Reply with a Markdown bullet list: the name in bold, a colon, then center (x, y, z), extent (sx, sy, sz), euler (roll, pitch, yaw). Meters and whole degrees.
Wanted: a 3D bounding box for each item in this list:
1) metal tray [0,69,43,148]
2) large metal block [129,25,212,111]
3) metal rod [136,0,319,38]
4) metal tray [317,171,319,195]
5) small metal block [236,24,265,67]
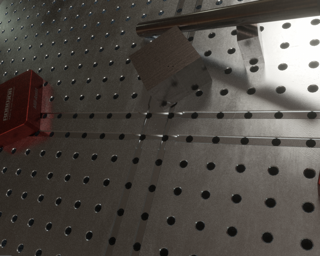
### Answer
- **metal tray**: center (-0.262, -0.037, 0.562), extent (0.090, 0.030, 0.130), euler (-22, 54, 14)
- **large metal block**: center (0.014, -0.085, 0.436), extent (0.080, 0.050, 0.080), euler (-32, 52, 7)
- **metal rod**: center (0.063, -0.144, 0.412), extent (0.300, 0.025, 0.025), euler (14, 68, 50)
- **metal tray**: center (0.208, 0.010, 0.289), extent (0.090, 0.030, 0.130), euler (9, 66, 31)
- **small metal block**: center (0.117, -0.117, 0.402), extent (0.025, 0.050, 0.050), euler (-9, 58, 23)
